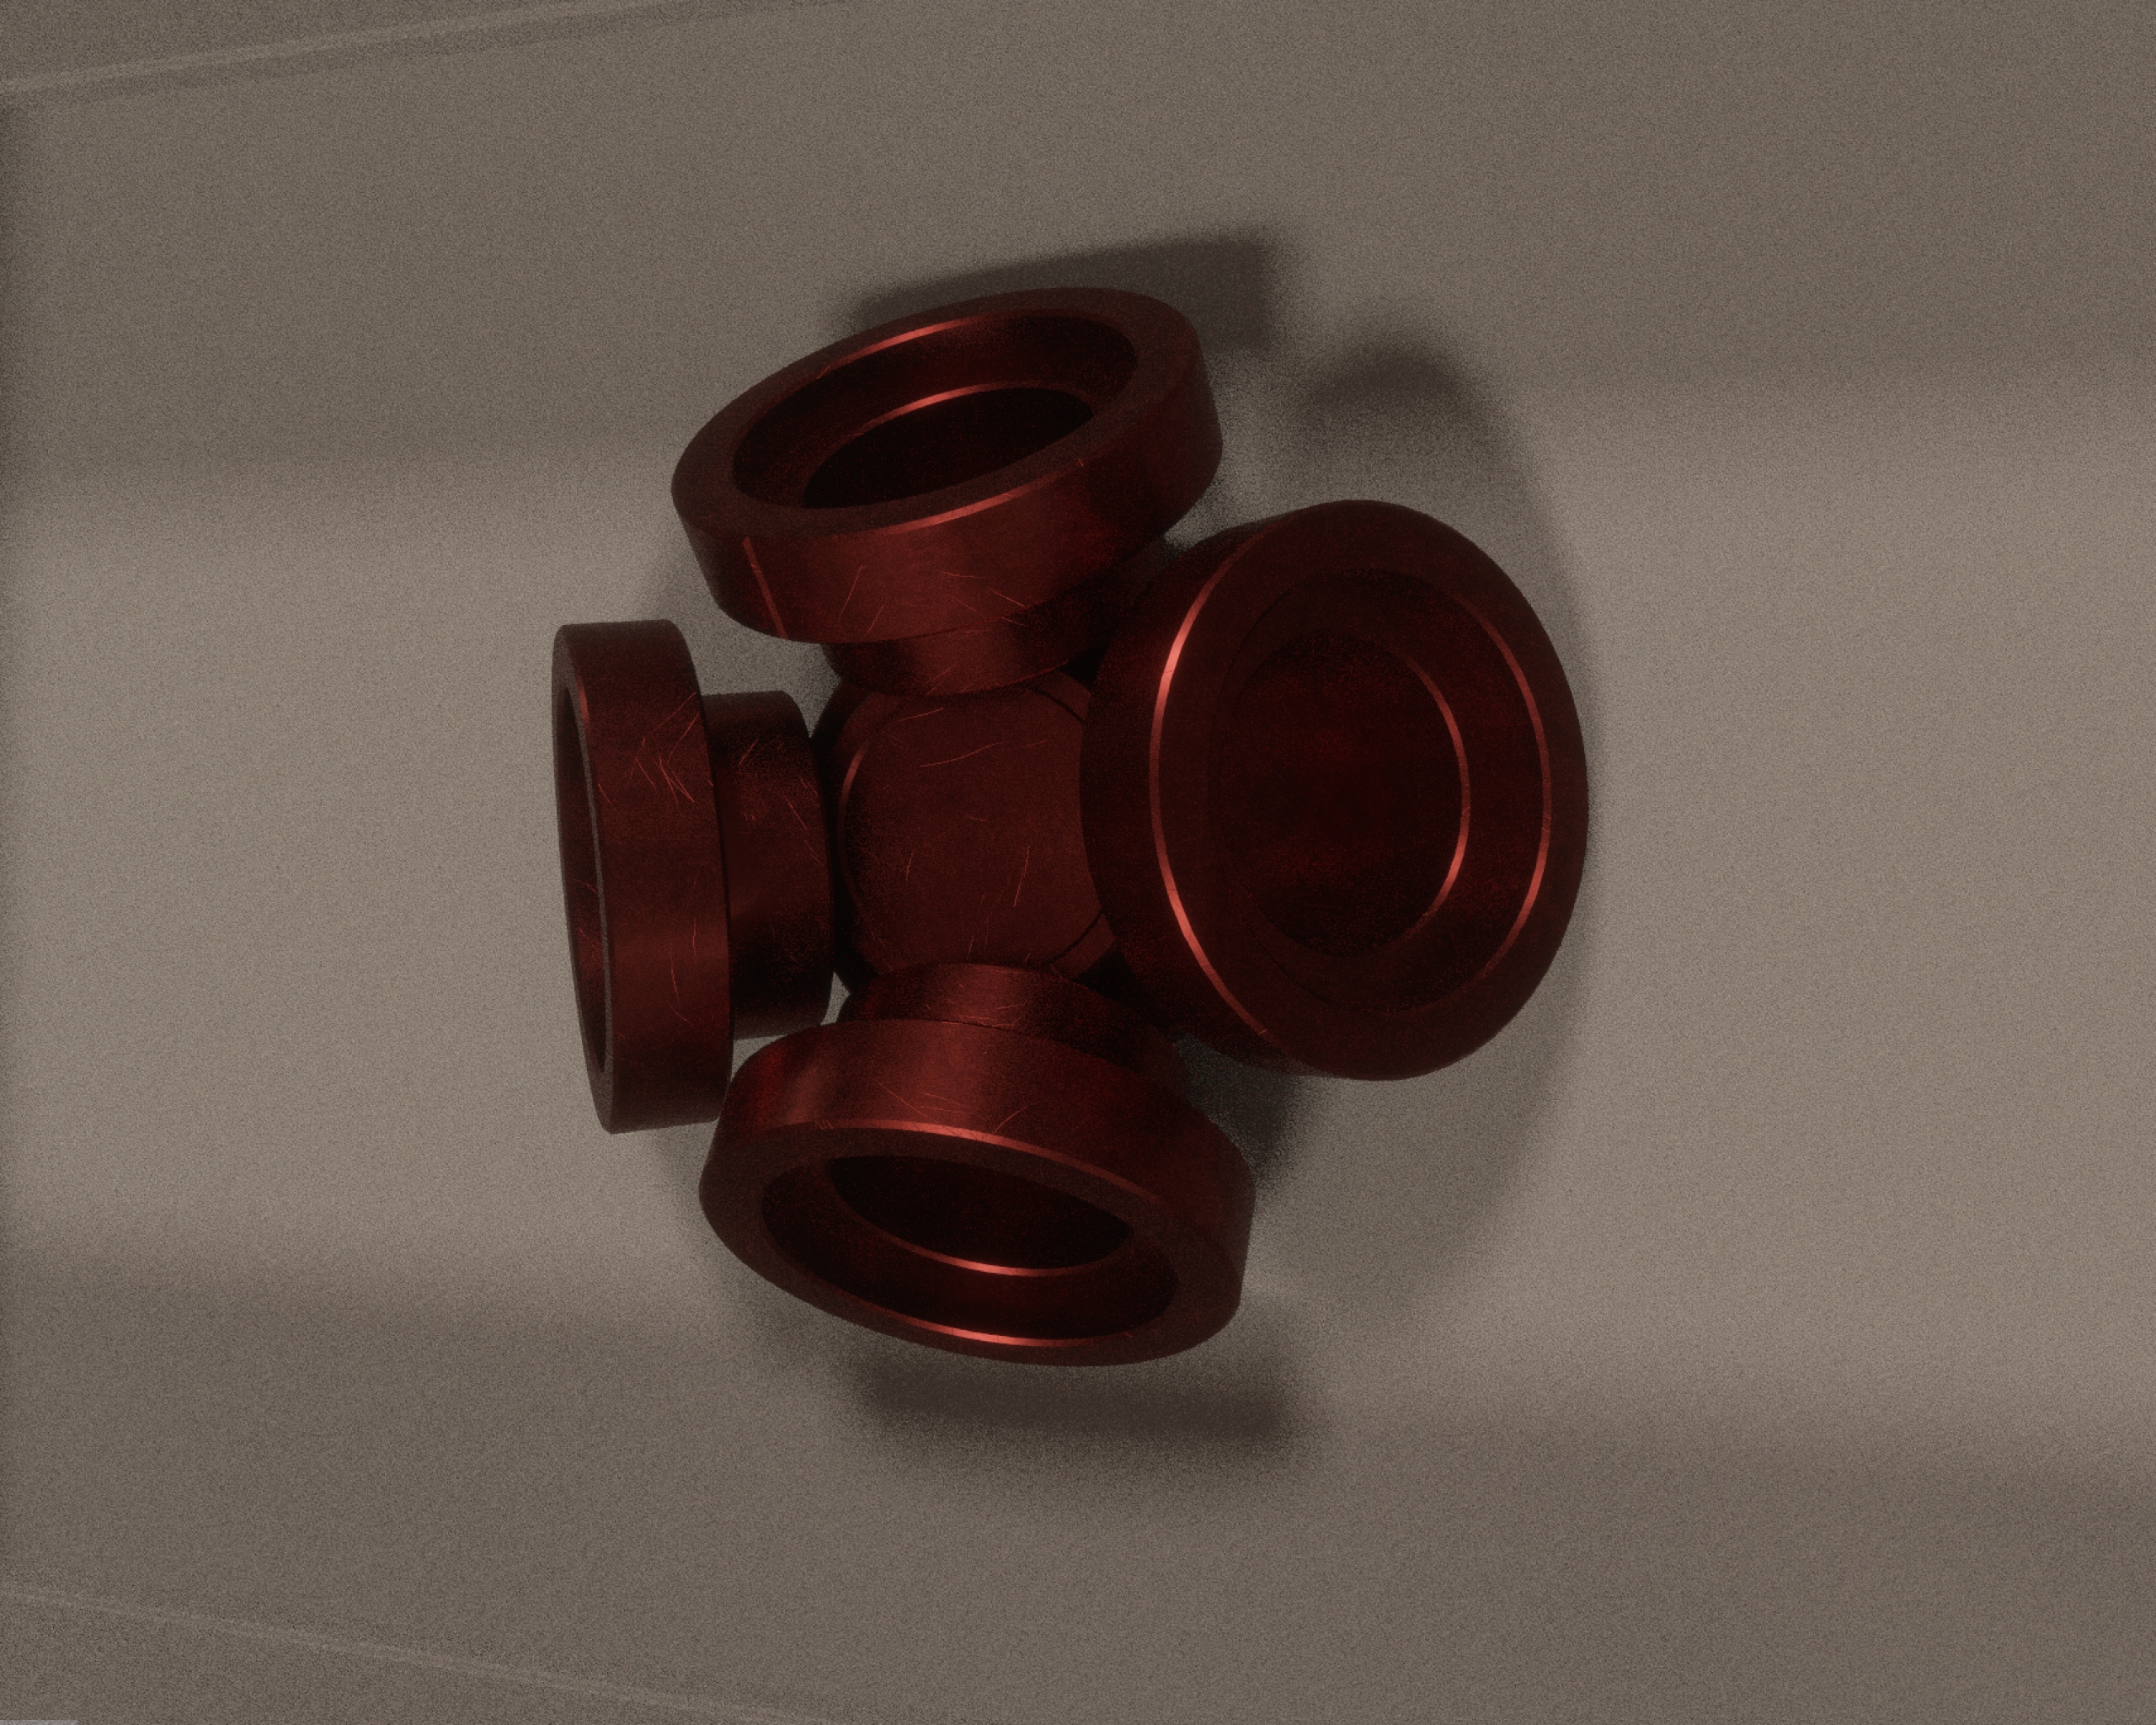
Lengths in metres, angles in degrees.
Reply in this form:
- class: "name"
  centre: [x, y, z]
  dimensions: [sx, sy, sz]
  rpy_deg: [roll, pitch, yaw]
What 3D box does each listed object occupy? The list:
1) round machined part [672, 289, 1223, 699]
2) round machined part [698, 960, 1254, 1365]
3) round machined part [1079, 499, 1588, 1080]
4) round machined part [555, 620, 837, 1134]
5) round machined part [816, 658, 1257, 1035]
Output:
- class: "round machined part"
  centre: [-0.021, -0.066, 0.386]
  dimensions: [0.098, 0.098, 0.042]
  rpy_deg: [-4, 127, 19]
- class: "round machined part"
  centre: [-0.016, 0.054, 0.384]
  dimensions: [0.098, 0.098, 0.042]
  rpy_deg: [-1, 54, 19]
- class: "round machined part"
  centre: [0.040, -0.012, 0.366]
  dimensions: [0.042, 0.099, 0.097]
  rpy_deg: [-4, 89, 55]
- class: "round machined part"
  centre: [-0.075, 0.002, 0.405]
  dimensions: [0.042, 0.098, 0.097]
  rpy_deg: [-5, 88, -18]
- class: "round machined part"
  centre: [-0.011, -0.006, 0.402]
  dimensions: [0.098, 0.042, 0.097]
  rpy_deg: [0, 90, 19]
